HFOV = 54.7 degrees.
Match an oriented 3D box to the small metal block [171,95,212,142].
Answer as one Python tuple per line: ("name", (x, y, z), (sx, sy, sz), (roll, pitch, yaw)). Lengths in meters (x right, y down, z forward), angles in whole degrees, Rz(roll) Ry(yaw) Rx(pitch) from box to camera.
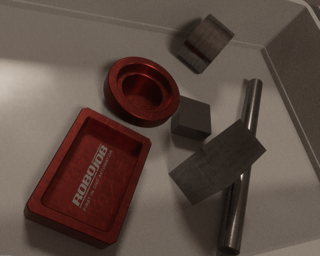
("small metal block", (0.044, -0.013, 0.439), (0.050, 0.025, 0.050), (16, 55, -20))

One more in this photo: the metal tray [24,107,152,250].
("metal tray", (-0.071, 0.050, 0.334), (0.090, 0.030, 0.130), (28, 52, -11))

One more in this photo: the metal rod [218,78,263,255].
("metal rod", (0.125, 0.033, 0.454), (0.025, 0.025, 0.300), (29, 52, -10))

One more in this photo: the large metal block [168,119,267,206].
("large metal block", (0.070, 0.043, 0.384), (0.081, 0.080, 0.050), (-31, 80, -38))

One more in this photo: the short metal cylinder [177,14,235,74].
("short metal cylinder", (0.073, -0.133, 0.493), (0.050, 0.080, 0.080), (41, 51, -1))

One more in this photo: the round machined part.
("round machined part", (-0.027, -0.042, 0.408), (0.099, 0.042, 0.098), (14, 56, -21))
